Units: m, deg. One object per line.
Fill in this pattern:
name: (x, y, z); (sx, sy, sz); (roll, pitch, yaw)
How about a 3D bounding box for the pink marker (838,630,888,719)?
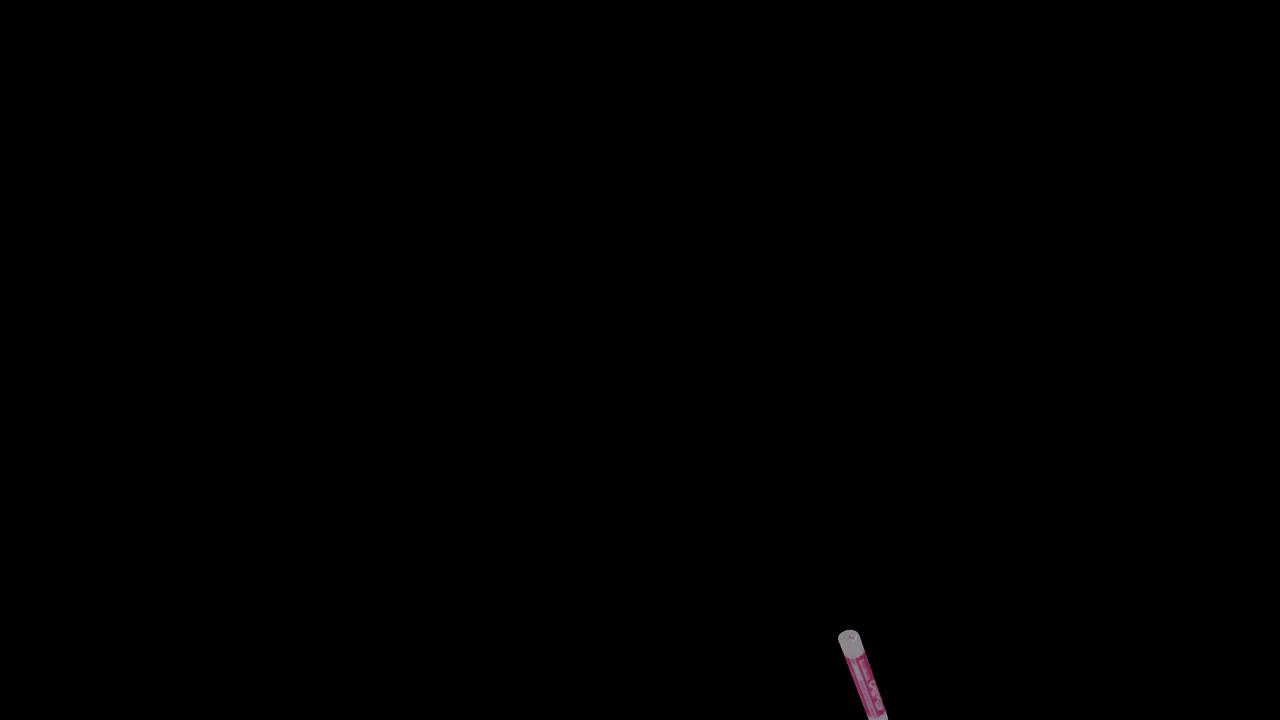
pink marker: (0.205, 0.298, 0.550); (0.020, 0.121, 0.020); (-21, 10, 4)
